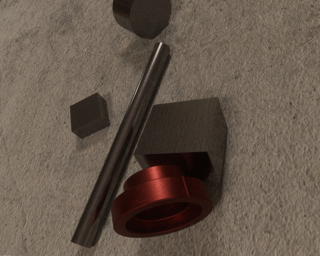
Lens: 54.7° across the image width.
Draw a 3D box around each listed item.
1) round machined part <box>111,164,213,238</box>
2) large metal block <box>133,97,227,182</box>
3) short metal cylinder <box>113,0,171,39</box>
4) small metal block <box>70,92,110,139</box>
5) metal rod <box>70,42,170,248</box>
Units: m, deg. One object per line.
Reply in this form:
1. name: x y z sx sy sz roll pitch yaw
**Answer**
1. round machined part: 0.000 0.072 0.312 0.098 0.098 0.042 -24 54 13
2. large metal block: 0.027 0.014 0.351 0.080 0.050 0.080 -5 43 25
3. short metal cylinder: -0.029 -0.191 0.499 0.080 0.080 0.050 -47 51 -5
4. small metal block: -0.107 -0.019 0.469 0.050 0.025 0.050 -25 53 12
5. metal rod: -0.045 0.008 0.421 0.025 0.025 0.300 7 65 31
